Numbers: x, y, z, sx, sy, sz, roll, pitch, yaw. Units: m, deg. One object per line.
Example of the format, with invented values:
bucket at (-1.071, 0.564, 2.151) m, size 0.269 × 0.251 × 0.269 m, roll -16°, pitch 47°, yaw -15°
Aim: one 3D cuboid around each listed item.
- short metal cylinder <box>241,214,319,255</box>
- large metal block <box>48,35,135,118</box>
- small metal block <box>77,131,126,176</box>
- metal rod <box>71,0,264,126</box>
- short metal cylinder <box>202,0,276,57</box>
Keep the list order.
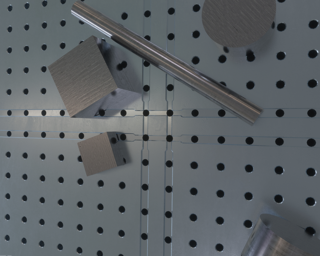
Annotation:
short metal cylinder at (0.136, 0.137, 0.335) m, size 0.080 × 0.080 × 0.050 m, roll 25°, pitch 99°, yaw 18°
large metal block at (-0.096, -0.068, 0.433) m, size 0.080 × 0.050 × 0.080 m, roll -29°, pitch 81°, yaw 17°
small metal block at (-0.084, 0.037, 0.442) m, size 0.050 × 0.025 × 0.050 m, roll -20°, pitch 84°, yaw 18°
metal rod at (-0.002, -0.094, 0.413) m, size 0.300 × 0.025 × 0.025 m, roll 34°, pitch 101°, yaw 16°
short metal cylinder at (0.094, -0.129, 0.366) m, size 0.080 × 0.050 × 0.079 m, roll 0°, pitch 90°, yaw 20°
